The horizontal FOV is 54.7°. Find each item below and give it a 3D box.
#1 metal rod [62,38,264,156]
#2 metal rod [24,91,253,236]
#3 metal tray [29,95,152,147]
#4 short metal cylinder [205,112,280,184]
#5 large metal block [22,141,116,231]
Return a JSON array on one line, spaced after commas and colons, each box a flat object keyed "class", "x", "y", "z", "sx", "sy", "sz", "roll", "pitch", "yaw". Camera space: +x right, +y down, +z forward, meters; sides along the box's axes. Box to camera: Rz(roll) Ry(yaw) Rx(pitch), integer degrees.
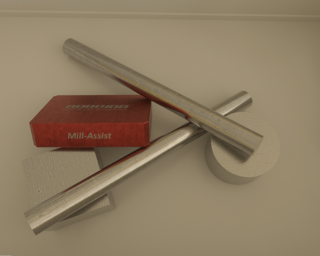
[{"class": "metal rod", "x": -0.013, "y": -0.050, "z": 0.395, "sx": 0.300, "sy": 0.025, "sz": 0.025, "roll": 30, "pitch": 72, "yaw": 23}, {"class": "metal rod", "x": -0.004, "y": 0.026, "z": 0.359, "sx": 0.302, "sy": 0.025, "sz": 0.025, "roll": -29, "pitch": 72, "yaw": -25}, {"class": "metal tray", "x": -0.077, "y": -0.011, "z": 0.379, "sx": 0.131, "sy": 0.030, "sz": 0.090, "roll": 0, "pitch": 26, "yaw": 1}, {"class": "short metal cylinder", "x": 0.100, "y": 0.026, "z": 0.385, "sx": 0.081, "sy": 0.050, "sz": 0.080, "roll": 0, "pitch": 70, "yaw": 0}, {"class": "large metal block", "x": -0.105, "y": 0.068, "z": 0.365, "sx": 0.081, "sy": 0.050, "sz": 0.080, "roll": -18, "pitch": 71, "yaw": -7}]
